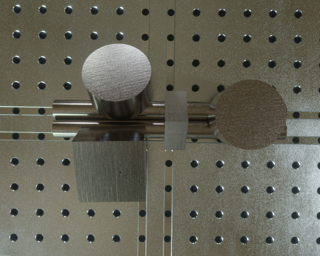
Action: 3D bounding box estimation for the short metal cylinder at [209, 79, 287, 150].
[{"bbox_3d":[0.102,-0.015,0.373,0.081,0.050,0.079,0,90,0],"label":"short metal cylinder"}]

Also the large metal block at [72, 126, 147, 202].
[{"bbox_3d":[-0.058,0.043,0.383,0.081,0.050,0.079,-1,110,0],"label":"large metal block"}]

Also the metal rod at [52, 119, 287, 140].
[{"bbox_3d":[0.013,0.002,0.410,0.302,0.025,0.025,1,90,0],"label":"metal rod"}]

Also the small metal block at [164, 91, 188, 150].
[{"bbox_3d":[0.018,-0.009,0.369,0.025,0.050,0.050,1,48,0],"label":"small metal block"}]

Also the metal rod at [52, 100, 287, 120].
[{"bbox_3d":[0.013,-0.023,0.410,0.302,0.025,0.025,1,90,0],"label":"metal rod"}]

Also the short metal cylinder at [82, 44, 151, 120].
[{"bbox_3d":[-0.051,-0.056,0.383,0.081,0.050,0.080,0,66,-1],"label":"short metal cylinder"}]
